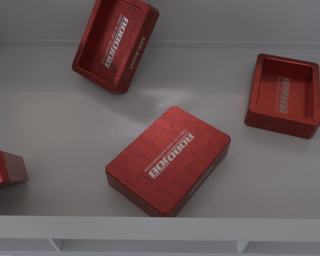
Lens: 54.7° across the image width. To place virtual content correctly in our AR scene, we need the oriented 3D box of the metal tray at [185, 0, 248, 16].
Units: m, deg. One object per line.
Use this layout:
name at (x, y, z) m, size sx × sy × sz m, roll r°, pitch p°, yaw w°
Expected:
metal tray at (0.111, -0.285, 0.644) m, size 0.130 × 0.030 × 0.090 m, roll 31°, pitch 56°, yaw 23°

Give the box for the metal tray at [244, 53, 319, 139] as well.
metal tray at (0.177, -0.051, 0.445) m, size 0.090 × 0.030 × 0.130 m, roll 14°, pitch 51°, yaw 11°

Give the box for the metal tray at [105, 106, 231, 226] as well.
metal tray at (0.012, 0.038, 0.370) m, size 0.090 × 0.030 × 0.131 m, roll 32°, pitch 57°, yaw 24°

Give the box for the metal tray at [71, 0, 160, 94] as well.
metal tray at (-0.067, -0.126, 0.450) m, size 0.090 × 0.129 × 0.030 m, roll 31°, pitch 15°, yaw 23°

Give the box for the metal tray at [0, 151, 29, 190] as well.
metal tray at (-0.211, 0.059, 0.310) m, size 0.131 × 0.090 × 0.030 m, roll -16°, pitch 84°, yaw -13°
